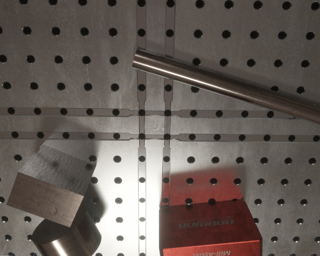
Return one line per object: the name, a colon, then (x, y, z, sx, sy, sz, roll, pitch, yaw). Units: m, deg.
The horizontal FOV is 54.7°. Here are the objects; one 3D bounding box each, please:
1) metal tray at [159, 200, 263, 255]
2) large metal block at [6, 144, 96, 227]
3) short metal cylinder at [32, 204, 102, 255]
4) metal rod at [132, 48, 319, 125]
metal tray: (0.065, 0.144, 0.432, 0.131, 0.090, 0.030, -6, 110, 1)
large metal block: (-0.138, 0.073, 0.409, 0.080, 0.080, 0.050, 23, 108, -9)
short metal cylinder: (-0.131, 0.153, 0.439, 0.080, 0.080, 0.050, -20, 109, 7)
metal rod: (0.113, -0.045, 0.398, 0.302, 0.025, 0.025, 16, 109, -7)
